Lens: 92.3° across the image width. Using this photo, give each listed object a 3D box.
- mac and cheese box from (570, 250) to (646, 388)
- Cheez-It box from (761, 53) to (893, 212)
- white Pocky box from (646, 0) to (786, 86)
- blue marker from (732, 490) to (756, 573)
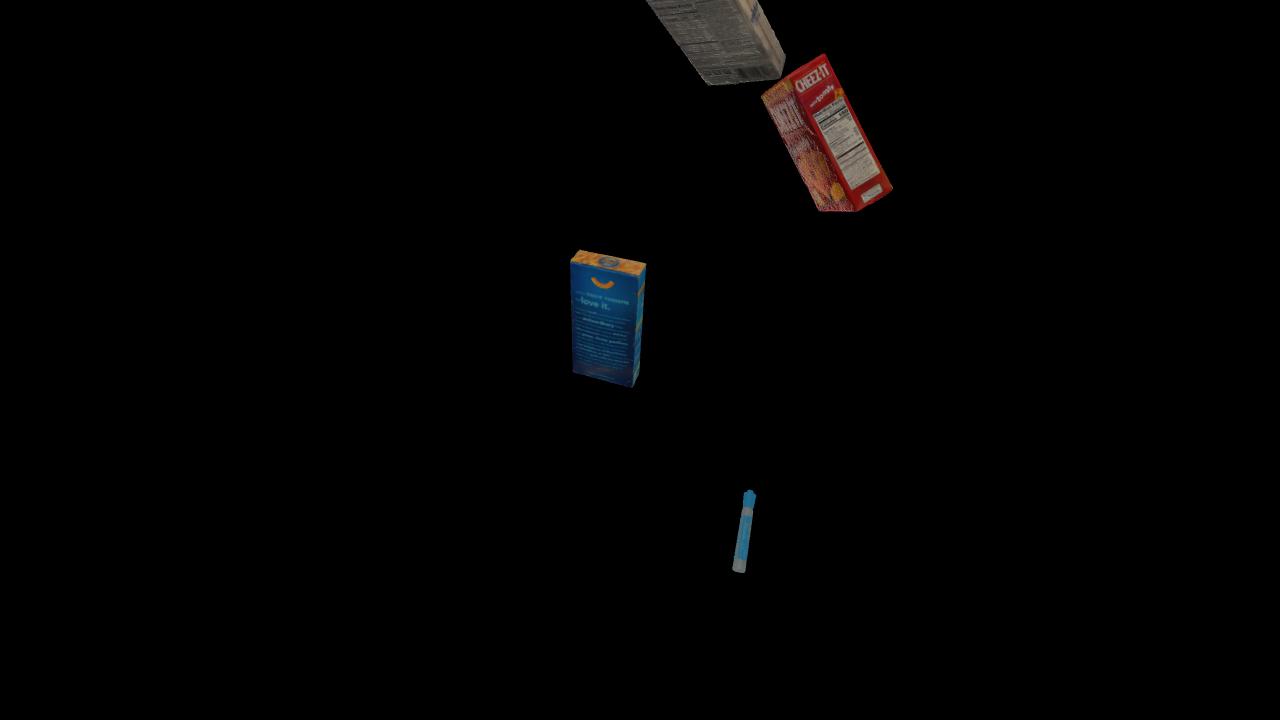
[{"bbox_3d":[-0.044,-0.051,0.819,0.093,0.184,0.041,15,41,12],"label":"mac and cheese box"},{"bbox_3d":[0.285,-0.342,0.959,0.071,0.223,0.166,-31,14,4],"label":"Cheez-It box"},{"bbox_3d":[0.071,-0.307,0.567,0.084,0.028,0.154,11,-3,31],"label":"white Pocky box"},{"bbox_3d":[0.154,0.249,0.904,0.020,0.121,0.020,11,-29,6],"label":"blue marker"}]
